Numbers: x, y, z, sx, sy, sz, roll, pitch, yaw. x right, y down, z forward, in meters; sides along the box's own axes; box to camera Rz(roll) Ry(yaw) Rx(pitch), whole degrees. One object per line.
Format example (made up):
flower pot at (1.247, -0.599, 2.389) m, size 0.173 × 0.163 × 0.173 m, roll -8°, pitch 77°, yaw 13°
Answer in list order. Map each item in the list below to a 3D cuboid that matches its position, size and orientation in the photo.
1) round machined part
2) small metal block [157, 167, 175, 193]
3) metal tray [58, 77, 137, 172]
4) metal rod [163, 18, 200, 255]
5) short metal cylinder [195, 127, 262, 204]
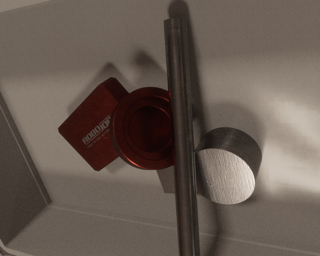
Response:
round machined part at (-0.014, 0.002, 0.378) m, size 0.098 × 0.098 × 0.042 m, roll 51°, pitch 157°, yaw -8°
small metal block at (0.026, 0.064, 0.434) m, size 0.050 × 0.025 × 0.050 m, roll -5°, pitch 116°, yaw 30°
metal tray at (-0.080, -0.001, 0.446) m, size 0.090 × 0.030 × 0.129 m, roll 49°, pitch 128°, yaw -7°
metal rod at (0.027, 0.032, 0.351) m, size 0.025 × 0.025 × 0.298 m, roll 0°, pitch 99°, yaw 28°
short metal cylinder at (0.079, 0.046, 0.378) m, size 0.080 × 0.050 × 0.079 m, roll 13°, pitch 124°, yaw 20°
